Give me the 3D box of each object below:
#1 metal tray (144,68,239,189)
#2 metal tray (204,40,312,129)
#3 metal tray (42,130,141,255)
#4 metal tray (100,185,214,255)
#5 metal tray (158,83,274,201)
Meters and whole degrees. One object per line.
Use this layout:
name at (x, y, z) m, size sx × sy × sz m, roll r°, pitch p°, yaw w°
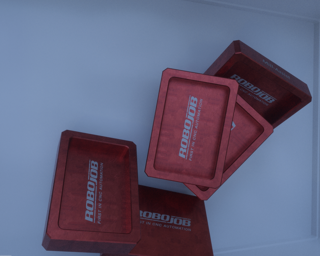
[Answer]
metal tray at (0.037, 0.000, 0.374) m, size 0.091 × 0.030 × 0.129 m, roll 10°, pitch 91°, yaw 1°
metal tray at (0.125, -0.050, 0.424) m, size 0.131 × 0.090 × 0.030 m, roll 26°, pitch 43°, yaw -19°
metal tray at (-0.071, 0.067, 0.341) m, size 0.091 × 0.030 × 0.130 m, roll 12°, pitch 45°, yaw -20°
metal tray at (-0.003, 0.120, 0.380) m, size 0.131 × 0.030 × 0.090 m, roll 16°, pitch 43°, yaw -20°
metal tray at (0.069, 0.017, 0.404) m, size 0.090 × 0.030 × 0.130 m, roll 44°, pitch 91°, yaw 1°
